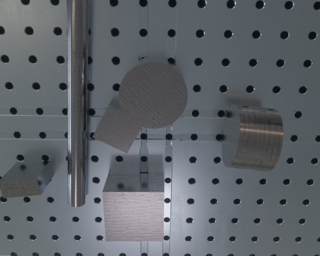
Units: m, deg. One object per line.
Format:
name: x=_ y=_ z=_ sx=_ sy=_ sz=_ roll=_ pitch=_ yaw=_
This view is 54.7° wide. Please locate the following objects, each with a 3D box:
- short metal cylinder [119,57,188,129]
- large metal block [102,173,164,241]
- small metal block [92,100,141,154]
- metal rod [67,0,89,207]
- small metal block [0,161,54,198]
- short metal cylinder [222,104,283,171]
short metal cylinder: x=-0.008 y=-0.045 z=0.383 sx=0.081 sy=0.050 sz=0.079 roll=0 pitch=110 yaw=0
large metal block: x=-0.035 y=0.112 z=0.441 sx=0.081 sy=0.050 sz=0.079 roll=0 pitch=110 yaw=0
small metal block: x=-0.054 y=-0.002 z=0.412 sx=0.050 sy=0.025 sz=0.050 roll=27 pitch=108 yaw=-10
metal rod: x=-0.107 y=-0.031 z=0.400 sx=0.025 sy=0.025 sz=0.298 roll=5 pitch=110 yaw=-2
small metal block: x=-0.181 y=0.069 z=0.424 sx=0.050 sy=0.050 sz=0.025 roll=-6 pitch=110 yaw=2
short metal cylinder: x=0.113 y=0.012 z=0.389 sx=0.050 sy=0.080 sz=0.079 roll=6 pitch=110 yaw=-2
